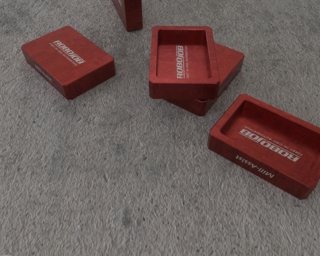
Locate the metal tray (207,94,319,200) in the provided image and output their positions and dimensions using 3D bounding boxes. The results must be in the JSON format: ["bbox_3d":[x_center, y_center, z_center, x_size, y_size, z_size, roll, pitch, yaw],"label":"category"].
[{"bbox_3d":[0.137,0.017,0.385,0.130,0.030,0.090,30,56,22],"label":"metal tray"}]

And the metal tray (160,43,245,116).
[{"bbox_3d":[0.059,-0.083,0.470,0.090,0.030,0.131,28,55,21],"label":"metal tray"}]

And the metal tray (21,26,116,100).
[{"bbox_3d":[-0.144,-0.107,0.489,0.091,0.030,0.130,-36,59,-26],"label":"metal tray"}]

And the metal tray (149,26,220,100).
[{"bbox_3d":[0.032,-0.097,0.441,0.091,0.030,0.130,1,50,0],"label":"metal tray"}]

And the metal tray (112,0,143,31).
[{"bbox_3d":[-0.066,-0.252,0.571,0.030,0.090,0.130,-15,52,-12],"label":"metal tray"}]
